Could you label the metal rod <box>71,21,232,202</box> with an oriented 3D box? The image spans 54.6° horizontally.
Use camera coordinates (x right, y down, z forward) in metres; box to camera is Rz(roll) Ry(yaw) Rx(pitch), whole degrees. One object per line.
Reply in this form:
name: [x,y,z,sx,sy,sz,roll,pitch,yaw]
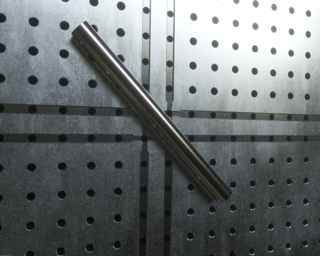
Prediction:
metal rod: [-0.003,-0.012,0.412,0.025,0.025,0.300,-45,104,-14]
